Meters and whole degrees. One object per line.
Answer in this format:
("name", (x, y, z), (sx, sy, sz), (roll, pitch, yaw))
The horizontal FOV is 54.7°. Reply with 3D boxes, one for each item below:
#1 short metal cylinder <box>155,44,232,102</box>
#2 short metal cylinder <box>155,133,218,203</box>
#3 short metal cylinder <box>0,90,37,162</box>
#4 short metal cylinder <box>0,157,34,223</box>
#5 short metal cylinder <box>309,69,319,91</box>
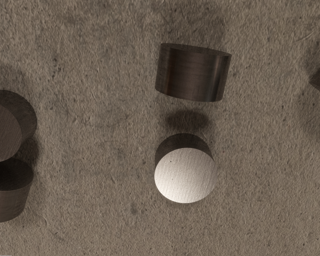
("short metal cylinder", (0.037, -0.066, 0.357), (0.081, 0.080, 0.050), (7, 110, -3))
("short metal cylinder", (0.033, 0.053, 0.417), (0.081, 0.050, 0.079), (0, 110, -1))
("short metal cylinder", (-0.206, -0.004, 0.392), (0.081, 0.050, 0.079), (0, 110, -1))
("short metal cylinder", (-0.214, 0.078, 0.406), (0.080, 0.080, 0.050), (20, 109, -8))
("short metal cylinder", (0.228, -0.052, 0.365), (0.080, 0.080, 0.050), (30, 107, -11))
